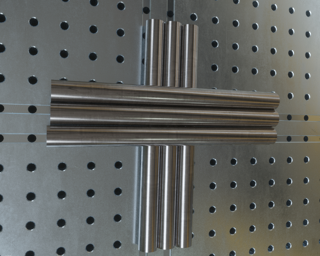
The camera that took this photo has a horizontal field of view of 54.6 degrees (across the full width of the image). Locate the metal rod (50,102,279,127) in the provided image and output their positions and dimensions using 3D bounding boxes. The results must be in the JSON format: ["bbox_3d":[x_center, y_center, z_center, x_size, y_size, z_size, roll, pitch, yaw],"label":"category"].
[{"bbox_3d":[0.021,-0.015,0.393,0.302,0.025,0.025,1,90,-20],"label":"metal rod"}]

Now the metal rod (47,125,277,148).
[{"bbox_3d":[0.017,0.010,0.392,0.302,0.025,0.025,1,90,-20],"label":"metal rod"}]

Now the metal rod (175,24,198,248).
[{"bbox_3d":[0.036,0.010,0.425,0.025,0.025,0.298,2,89,-20],"label":"metal rod"}]

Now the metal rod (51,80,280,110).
[{"bbox_3d":[0.022,-0.040,0.394,0.302,0.025,0.025,1,90,-20],"label":"metal rod"}]

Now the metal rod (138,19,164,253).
[{"bbox_3d":[-0.011,0.009,0.408,0.025,0.025,0.298,2,89,-20],"label":"metal rod"}]

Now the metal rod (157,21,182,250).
[{"bbox_3d":[0.012,0.009,0.417,0.025,0.025,0.298,2,89,-20],"label":"metal rod"}]
